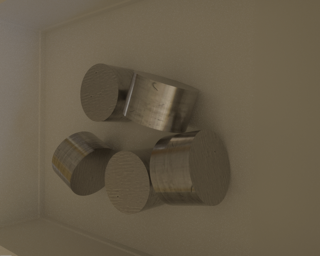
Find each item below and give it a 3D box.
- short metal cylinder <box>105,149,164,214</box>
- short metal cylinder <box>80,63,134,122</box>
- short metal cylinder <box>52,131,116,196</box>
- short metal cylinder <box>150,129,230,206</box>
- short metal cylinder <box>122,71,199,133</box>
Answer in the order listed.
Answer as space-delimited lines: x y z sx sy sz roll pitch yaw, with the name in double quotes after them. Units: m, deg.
-0.027 0.068 0.408 0.080 0.050 0.079 0 90 39 "short metal cylinder"
-0.068 -0.048 0.442 0.080 0.050 0.079 0 90 39 "short metal cylinder"
-0.109 0.052 0.455 0.050 0.081 0.079 34 111 34 "short metal cylinder"
0.034 0.044 0.339 0.050 0.081 0.080 -12 83 39 "short metal cylinder"
0.001 -0.032 0.368 0.080 0.081 0.050 27 107 36 "short metal cylinder"
